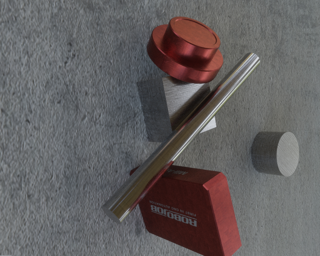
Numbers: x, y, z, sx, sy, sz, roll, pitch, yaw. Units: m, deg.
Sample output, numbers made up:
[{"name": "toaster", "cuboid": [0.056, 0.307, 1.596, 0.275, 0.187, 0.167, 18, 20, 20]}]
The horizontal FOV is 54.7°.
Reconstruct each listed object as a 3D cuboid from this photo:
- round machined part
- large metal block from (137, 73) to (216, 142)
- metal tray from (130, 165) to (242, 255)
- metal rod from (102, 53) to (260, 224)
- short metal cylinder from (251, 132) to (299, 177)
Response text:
[{"name": "round machined part", "cuboid": [0.036, -0.104, 0.391, 0.099, 0.042, 0.098, 15, 43, -14]}, {"name": "large metal block", "cuboid": [0.023, -0.030, 0.410, 0.081, 0.050, 0.079, -19, 102, -39]}, {"name": "metal tray", "cuboid": [0.024, 0.091, 0.359, 0.030, 0.130, 0.089, -25, 106, -38]}, {"name": "metal rod", "cuboid": [0.044, -0.007, 0.378, 0.301, 0.025, 0.025, -45, 118, -31]}, {"name": "short metal cylinder", "cuboid": [0.213, 0.046, 0.571, 0.081, 0.050, 0.079, 0, 90, -40]}]
